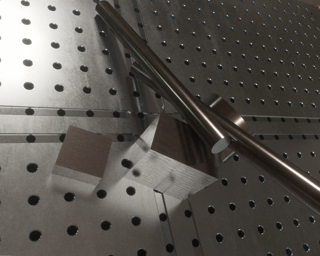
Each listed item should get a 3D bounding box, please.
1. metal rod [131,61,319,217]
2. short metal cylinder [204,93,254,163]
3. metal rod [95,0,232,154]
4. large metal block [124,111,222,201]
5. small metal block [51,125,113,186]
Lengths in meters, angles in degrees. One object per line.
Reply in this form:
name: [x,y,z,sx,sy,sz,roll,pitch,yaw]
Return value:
metal rod: [0.057,-0.010,0.357,0.025,0.025,0.300,-16,42,-35]
short metal cylinder: [0.077,0.000,0.408,0.050,0.080,0.080,-41,84,2]
metal rod: [-0.013,-0.084,0.395,0.025,0.025,0.300,-11,49,-33]
large metal block: [0.015,0.036,0.360,0.080,0.080,0.050,25,53,-13]
small metal block: [-0.086,0.031,0.344,0.050,0.025,0.050,20,54,-17]
